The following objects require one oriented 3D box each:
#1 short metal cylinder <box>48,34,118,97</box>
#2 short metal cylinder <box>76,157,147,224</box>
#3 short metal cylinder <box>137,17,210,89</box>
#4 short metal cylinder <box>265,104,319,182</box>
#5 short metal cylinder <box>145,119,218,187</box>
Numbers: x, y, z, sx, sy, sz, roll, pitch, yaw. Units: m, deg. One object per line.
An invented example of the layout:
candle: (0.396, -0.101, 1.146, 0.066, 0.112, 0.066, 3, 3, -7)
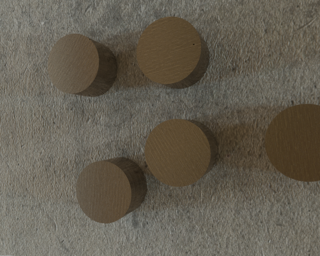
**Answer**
short metal cylinder: (-0.107, -0.085, 0.434, 0.080, 0.050, 0.080, 0, 90, 20)
short metal cylinder: (-0.064, 0.082, 0.418, 0.080, 0.050, 0.080, 0, 90, 20)
short metal cylinder: (0.018, -0.092, 0.389, 0.080, 0.050, 0.080, 0, 90, 20)
short metal cylinder: (0.158, 0.015, 0.340, 0.080, 0.050, 0.080, 0, 90, 20)
short metal cylinder: (0.028, 0.029, 0.386, 0.080, 0.050, 0.080, 0, 90, 20)
